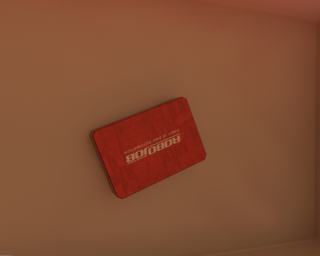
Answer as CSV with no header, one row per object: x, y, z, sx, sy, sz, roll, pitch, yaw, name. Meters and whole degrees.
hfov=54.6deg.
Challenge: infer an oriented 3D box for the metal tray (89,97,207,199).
-0.013,0.023,0.403,0.131,0.030,0.090,-23,98,-19,metal tray
